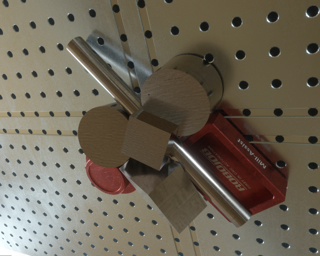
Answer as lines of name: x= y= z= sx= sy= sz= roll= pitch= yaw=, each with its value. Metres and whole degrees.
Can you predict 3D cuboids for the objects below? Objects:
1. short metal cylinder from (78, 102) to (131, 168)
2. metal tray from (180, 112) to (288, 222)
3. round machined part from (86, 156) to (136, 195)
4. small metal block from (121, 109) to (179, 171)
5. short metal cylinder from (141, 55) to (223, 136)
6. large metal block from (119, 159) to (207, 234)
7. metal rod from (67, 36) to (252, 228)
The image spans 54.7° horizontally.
short metal cylinder: x=-0.060 y=0.007 z=0.412 sx=0.080 sy=0.050 sz=0.079 roll=4 pitch=103 yaw=19
metal tray: x=0.082 y=0.054 z=0.393 sx=0.130 sy=0.030 sz=0.090 roll=45 pitch=129 yaw=-4
round machined part: x=-0.073 y=0.062 z=0.471 sx=0.098 sy=0.042 sz=0.097 roll=13 pitch=124 yaw=21
small metal block: x=-0.012 y=0.013 z=0.352 sx=0.050 sy=0.025 sz=0.050 roll=24 pitch=119 yaw=14
short metal cylinder: x=0.026 y=-0.038 z=0.354 sx=0.080 sy=0.050 sz=0.079 roll=13 pitch=124 yaw=21
large metal block: x=0.003 y=0.077 z=0.402 sx=0.080 sy=0.050 sz=0.080 roll=26 pitch=154 yaw=55
metal rod: x=-0.006 y=-0.001 z=0.377 sx=0.300 sy=0.025 sz=0.025 roll=46 pitch=130 yaw=8
